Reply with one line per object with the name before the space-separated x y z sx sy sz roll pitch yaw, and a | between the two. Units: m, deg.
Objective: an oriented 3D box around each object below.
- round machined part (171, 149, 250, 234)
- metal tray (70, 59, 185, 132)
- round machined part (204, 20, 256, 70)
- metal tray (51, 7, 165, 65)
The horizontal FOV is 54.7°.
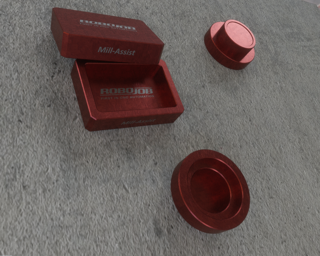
round machined part | 0.056 0.079 0.377 0.099 0.042 0.098 14 56 -21
metal tray | -0.041 -0.047 0.408 0.131 0.030 0.090 -6 65 -31
round machined part | 0.134 -0.157 0.563 0.099 0.042 0.098 14 56 -21
metal tray | -0.071 -0.123 0.415 0.131 0.030 0.090 -2 38 -28
